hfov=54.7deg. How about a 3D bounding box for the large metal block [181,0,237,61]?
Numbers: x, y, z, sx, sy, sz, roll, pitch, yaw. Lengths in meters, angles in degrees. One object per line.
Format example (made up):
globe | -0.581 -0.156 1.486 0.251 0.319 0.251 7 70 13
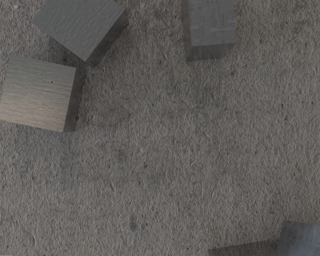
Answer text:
large metal block | 0.057 -0.132 0.383 0.050 0.080 0.080 -5 90 0

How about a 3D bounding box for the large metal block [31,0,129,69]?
large metal block | -0.098 -0.135 0.396 0.080 0.050 0.080 37 90 0

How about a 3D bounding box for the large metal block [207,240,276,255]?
large metal block | 0.111 0.200 0.398 0.080 0.050 0.080 -9 90 0

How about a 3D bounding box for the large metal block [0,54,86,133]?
large metal block | -0.148 -0.042 0.396 0.080 0.050 0.080 12 90 0

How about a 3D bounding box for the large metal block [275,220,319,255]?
large metal block | 0.182 0.167 0.370 0.080 0.050 0.080 37 64 -28
